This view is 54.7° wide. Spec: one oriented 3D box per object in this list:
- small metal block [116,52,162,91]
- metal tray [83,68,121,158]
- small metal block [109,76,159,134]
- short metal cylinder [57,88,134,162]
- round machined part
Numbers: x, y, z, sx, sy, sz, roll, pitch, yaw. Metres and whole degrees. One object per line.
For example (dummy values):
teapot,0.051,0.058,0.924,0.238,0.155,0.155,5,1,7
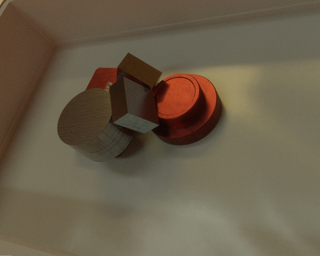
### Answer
small metal block,-0.029,-0.065,0.409,0.050,0.050,0.025,31,70,0
metal tray,-0.077,-0.027,0.453,0.090,0.030,0.130,8,66,31
small metal block,-0.031,-0.026,0.368,0.025,0.050,0.050,-30,56,33
short metal cylinder,-0.080,-0.003,0.392,0.080,0.050,0.080,-13,56,20
round machined part,0.025,-0.031,0.397,0.098,0.042,0.098,-13,56,20
